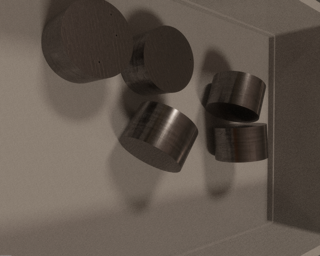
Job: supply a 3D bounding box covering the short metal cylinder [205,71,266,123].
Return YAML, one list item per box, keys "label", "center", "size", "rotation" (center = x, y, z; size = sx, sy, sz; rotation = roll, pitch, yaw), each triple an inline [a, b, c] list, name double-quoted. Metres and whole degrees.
- label: "short metal cylinder"
  center: [0.114, -0.045, 0.469]
  size: [0.080, 0.080, 0.050]
  rotation: [27, 73, -37]

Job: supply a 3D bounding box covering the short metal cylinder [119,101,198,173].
- label: "short metal cylinder"
  center: [-0.001, 0.012, 0.372]
  size: [0.080, 0.080, 0.050]
  rotation: [42, 64, -32]

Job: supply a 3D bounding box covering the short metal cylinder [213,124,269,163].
- label: "short metal cylinder"
  center: [0.124, 0.021, 0.478]
  size: [0.081, 0.080, 0.050]
  rotation: [-8, 96, -40]

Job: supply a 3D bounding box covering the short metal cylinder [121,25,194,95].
- label: "short metal cylinder"
  center: [-0.004, -0.082, 0.389]
  size: [0.081, 0.050, 0.079]
  rotation: [0, 90, -40]

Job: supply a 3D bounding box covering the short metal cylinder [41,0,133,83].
- label: "short metal cylinder"
  center: [-0.076, -0.090, 0.328]
  size: [0.081, 0.050, 0.079]
  rotation: [0, 90, -40]
